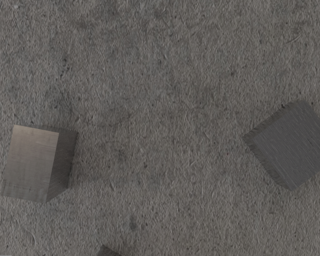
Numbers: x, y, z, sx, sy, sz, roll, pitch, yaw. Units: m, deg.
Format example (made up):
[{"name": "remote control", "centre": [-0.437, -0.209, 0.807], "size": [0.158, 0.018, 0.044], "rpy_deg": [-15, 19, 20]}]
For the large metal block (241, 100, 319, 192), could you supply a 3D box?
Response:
[{"name": "large metal block", "centre": [0.167, 0.021, 0.399], "size": [0.080, 0.050, 0.080], "rpy_deg": [-37, 90, 0]}]

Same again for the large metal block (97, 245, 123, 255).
[{"name": "large metal block", "centre": [-0.077, 0.206, 0.382], "size": [0.050, 0.080, 0.080], "rpy_deg": [30, 90, 0]}]

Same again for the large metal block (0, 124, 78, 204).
[{"name": "large metal block", "centre": [-0.144, 0.039, 0.381], "size": [0.050, 0.080, 0.080], "rpy_deg": [11, 90, 0]}]
